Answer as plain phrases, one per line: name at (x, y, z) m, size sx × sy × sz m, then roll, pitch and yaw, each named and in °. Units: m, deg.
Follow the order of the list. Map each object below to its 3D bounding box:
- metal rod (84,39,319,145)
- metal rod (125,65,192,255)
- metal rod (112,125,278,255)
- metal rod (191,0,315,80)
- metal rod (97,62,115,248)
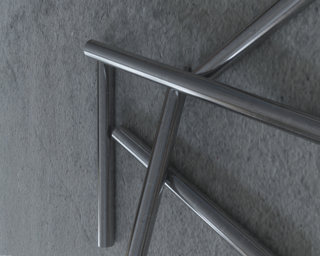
metal rod at (0.030, -0.051, 0.347) m, size 0.300 × 0.025 × 0.025 m, roll 25°, pitch 106°, yaw 27°
metal rod at (-0.008, 0.071, 0.372) m, size 0.025 × 0.025 × 0.298 m, roll 11°, pitch 85°, yaw 39°
metal rod at (0.040, 0.083, 0.370) m, size 0.300 × 0.025 × 0.025 m, roll 38°, pitch 113°, yaw 33°
metal rod at (0.145, -0.134, 0.284) m, size 0.299 × 0.025 × 0.025 m, roll -38°, pitch 67°, yaw 33°
metal rod at (-0.082, 0.027, 0.470) m, size 0.025 × 0.025 × 0.298 m, roll -1°, pitch 90°, yaw 39°
